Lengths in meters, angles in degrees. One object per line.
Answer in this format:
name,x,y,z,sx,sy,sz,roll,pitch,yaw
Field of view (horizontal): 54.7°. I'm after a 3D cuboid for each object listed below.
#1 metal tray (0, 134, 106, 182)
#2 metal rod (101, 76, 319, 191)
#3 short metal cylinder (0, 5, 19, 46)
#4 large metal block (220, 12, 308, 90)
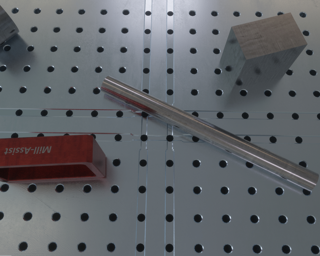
metal tray,-0.136,0.038,0.362,0.131,0.090,0.030,-3,70,-1
metal rod,0.058,0.003,0.410,0.301,0.025,0.025,26,72,9
short metal cylinder,-0.249,-0.154,0.437,0.080,0.080,0.050,42,75,13
large metal block,0.135,-0.101,0.420,0.081,0.080,0.050,-15,71,-6
